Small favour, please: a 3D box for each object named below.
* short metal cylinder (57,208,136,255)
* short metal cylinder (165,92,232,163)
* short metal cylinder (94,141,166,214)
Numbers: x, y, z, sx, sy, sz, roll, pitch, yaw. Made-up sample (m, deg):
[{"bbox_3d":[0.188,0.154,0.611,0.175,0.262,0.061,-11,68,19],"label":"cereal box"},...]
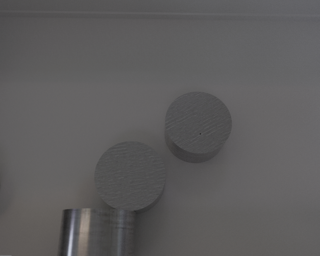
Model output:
[{"bbox_3d":[-0.067,0.117,0.337,0.080,0.080,0.050,0,70,0],"label":"short metal cylinder"},{"bbox_3d":[0.047,0.000,0.396,0.081,0.050,0.080,0,70,0],"label":"short metal cylinder"},{"bbox_3d":[-0.034,0.061,0.374,0.081,0.050,0.080,0,70,0],"label":"short metal cylinder"}]
